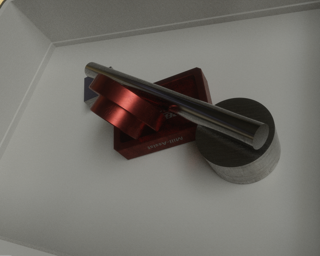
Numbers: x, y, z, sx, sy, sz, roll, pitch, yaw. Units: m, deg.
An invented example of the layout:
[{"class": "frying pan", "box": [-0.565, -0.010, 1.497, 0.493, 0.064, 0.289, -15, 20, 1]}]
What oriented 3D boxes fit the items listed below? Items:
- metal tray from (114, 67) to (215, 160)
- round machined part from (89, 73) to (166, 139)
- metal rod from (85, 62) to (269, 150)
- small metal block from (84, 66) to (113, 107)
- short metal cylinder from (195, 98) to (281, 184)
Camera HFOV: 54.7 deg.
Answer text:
[{"class": "metal tray", "box": [0.003, -0.019, 0.408, 0.130, 0.030, 0.090, -17, 55, 17]}, {"class": "round machined part", "box": [-0.045, -0.021, 0.375, 0.098, 0.098, 0.042, 31, 87, 37]}, {"class": "metal rod", "box": [-0.008, -0.041, 0.379, 0.300, 0.025, 0.025, 27, 76, 43]}, {"class": "small metal block", "box": [-0.091, -0.062, 0.488, 0.050, 0.025, 0.050, -20, 54, 16]}, {"class": "short metal cylinder", "box": [0.085, 0.014, 0.334, 0.080, 0.050, 0.080, -13, 56, 20]}]
